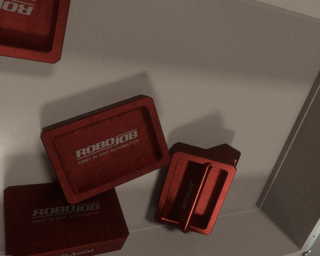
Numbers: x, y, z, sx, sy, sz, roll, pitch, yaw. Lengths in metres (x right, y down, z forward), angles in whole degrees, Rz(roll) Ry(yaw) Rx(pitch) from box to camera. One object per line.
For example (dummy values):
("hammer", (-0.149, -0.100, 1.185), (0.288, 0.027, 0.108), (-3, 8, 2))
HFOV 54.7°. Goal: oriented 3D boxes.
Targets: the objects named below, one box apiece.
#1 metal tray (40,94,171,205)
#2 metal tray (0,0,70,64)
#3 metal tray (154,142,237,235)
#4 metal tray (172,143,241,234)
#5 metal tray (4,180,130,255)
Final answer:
("metal tray", (-0.061, 0.022, 0.367), (0.131, 0.030, 0.089), (-21, 106, -16))
("metal tray", (-0.146, -0.110, 0.257), (0.131, 0.030, 0.089), (4, 117, -31))
("metal tray", (0.049, 0.093, 0.463), (0.090, 0.030, 0.129), (15, 115, 1))
("metal tray", (0.072, 0.093, 0.485), (0.091, 0.030, 0.129), (-11, 125, -45))
("metal tray", (-0.112, 0.109, 0.370), (0.131, 0.090, 0.030), (0, 134, -29))
